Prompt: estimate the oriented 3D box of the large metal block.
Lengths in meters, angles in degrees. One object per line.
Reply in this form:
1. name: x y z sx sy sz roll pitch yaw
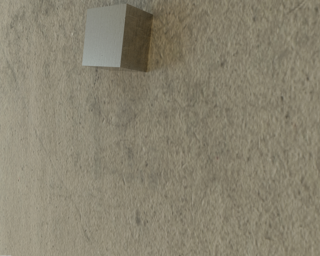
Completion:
1. large metal block: -0.061 -0.123 0.437 0.080 0.050 0.079 11 97 39
